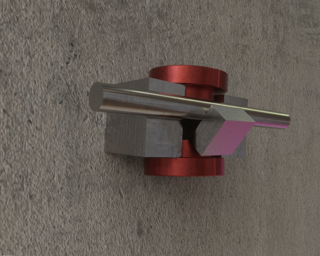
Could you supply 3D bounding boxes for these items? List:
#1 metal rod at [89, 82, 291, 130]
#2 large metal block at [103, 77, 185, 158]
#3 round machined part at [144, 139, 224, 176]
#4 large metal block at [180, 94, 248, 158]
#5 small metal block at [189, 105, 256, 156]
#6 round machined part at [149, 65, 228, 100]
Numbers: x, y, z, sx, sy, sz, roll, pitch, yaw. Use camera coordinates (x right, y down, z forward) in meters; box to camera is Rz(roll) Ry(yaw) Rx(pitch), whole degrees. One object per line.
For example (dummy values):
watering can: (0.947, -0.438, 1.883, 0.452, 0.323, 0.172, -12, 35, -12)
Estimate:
metal rod: (0.062, -0.018, 0.354, 0.302, 0.025, 0.025, 4, 88, -40)
large metal block: (-0.020, -0.009, 0.354, 0.050, 0.080, 0.080, 6, 87, -40)
round machined part: (0.030, 0.037, 0.383, 0.099, 0.098, 0.042, 6, 81, -40)
large metal block: (0.072, -0.001, 0.431, 0.050, 0.080, 0.080, 5, 87, -40)
small metal block: (0.069, 0.004, 0.342, 0.050, 0.025, 0.050, 2, 129, -38)
round machined part: (0.034, -0.047, 0.387, 0.099, 0.098, 0.042, 5, 88, -40)
